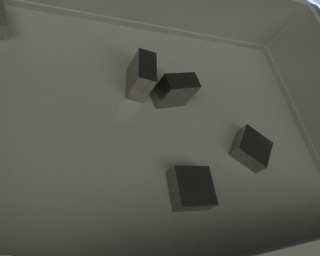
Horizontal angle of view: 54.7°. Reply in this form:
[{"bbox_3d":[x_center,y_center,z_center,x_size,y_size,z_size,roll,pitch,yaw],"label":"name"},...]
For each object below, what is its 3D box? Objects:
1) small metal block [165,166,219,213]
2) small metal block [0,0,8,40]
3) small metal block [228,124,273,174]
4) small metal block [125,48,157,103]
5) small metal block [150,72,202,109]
[{"bbox_3d":[0.039,0.074,0.381,0.050,0.025,0.050,4,60,-26],"label":"small metal block"},{"bbox_3d":[-0.215,-0.134,0.372,0.050,0.025,0.050,-7,66,-31],"label":"small metal block"},{"bbox_3d":[0.135,0.031,0.459,0.050,0.025,0.050,35,51,-5],"label":"small metal block"},{"bbox_3d":[-0.026,-0.070,0.418,0.025,0.050,0.050,12,57,-22],"label":"small metal block"},{"bbox_3d":[0.021,-0.052,0.432,0.050,0.050,0.025,-9,66,-32],"label":"small metal block"}]
